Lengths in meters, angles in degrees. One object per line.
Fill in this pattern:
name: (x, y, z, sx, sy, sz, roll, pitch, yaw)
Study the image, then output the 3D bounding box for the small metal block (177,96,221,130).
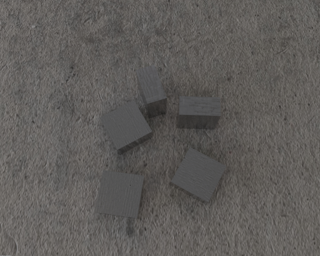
small metal block: (0.049, -0.019, 0.402, 0.050, 0.050, 0.025, 2, 70, 1)

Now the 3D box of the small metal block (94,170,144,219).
small metal block: (-0.048, 0.082, 0.378, 0.050, 0.025, 0.050, 8, 70, 2)

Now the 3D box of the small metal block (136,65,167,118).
small metal block: (-0.011, -0.047, 0.412, 0.025, 0.050, 0.050, -17, 71, -6)

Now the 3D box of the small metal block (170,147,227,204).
small metal block: (0.047, 0.060, 0.386, 0.050, 0.025, 0.050, 28, 72, 9)

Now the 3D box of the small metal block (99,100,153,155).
small metal block: (-0.044, 0.000, 0.408, 0.050, 0.025, 0.050, -28, 73, -10)
